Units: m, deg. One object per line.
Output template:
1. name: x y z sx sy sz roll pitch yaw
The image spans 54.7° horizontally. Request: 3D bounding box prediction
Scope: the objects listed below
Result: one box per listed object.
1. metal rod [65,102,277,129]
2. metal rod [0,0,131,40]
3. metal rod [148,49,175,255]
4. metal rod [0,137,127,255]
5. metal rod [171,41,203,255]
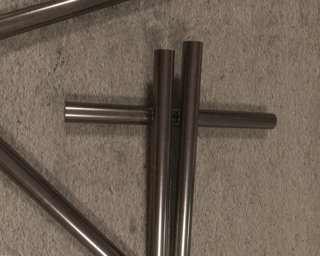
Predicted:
1. metal rod: 0.029 -0.015 0.420 0.303 0.025 0.025 2 90 -21
2. metal rod: -0.102 -0.147 0.371 0.302 0.025 0.025 -25 99 -19
3. metal rod: 0.001 0.054 0.391 0.025 0.025 0.298 -1 97 -20
4. metal rod: -0.127 0.085 0.362 0.025 0.025 0.300 -45 104 -15
5. metal rod: 0.034 0.041 0.402 0.025 0.025 0.298 0 98 -20
